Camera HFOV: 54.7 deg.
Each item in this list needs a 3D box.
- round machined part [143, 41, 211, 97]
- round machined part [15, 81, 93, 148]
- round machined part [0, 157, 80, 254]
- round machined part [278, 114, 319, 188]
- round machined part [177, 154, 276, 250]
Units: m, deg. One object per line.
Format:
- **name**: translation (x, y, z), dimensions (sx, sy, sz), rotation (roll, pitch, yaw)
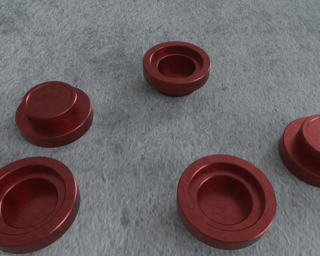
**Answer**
- **round machined part**: translation (0.024, -0.084, 0.463), dimensions (0.099, 0.042, 0.098), rotation (0, 50, 0)
- **round machined part**: translation (-0.142, -0.025, 0.411), dimensions (0.099, 0.042, 0.098), rotation (0, 50, 0)
- **round machined part**: translation (-0.133, 0.081, 0.322), dimensions (0.099, 0.042, 0.098), rotation (0, 50, 0)
- **round machined part**: translation (0.201, 0.021, 0.377), dimensions (0.099, 0.042, 0.098), rotation (0, 50, 0)
- **round machined part**: translation (0.066, 0.079, 0.326), dimensions (0.099, 0.042, 0.098), rotation (0, 50, 0)
